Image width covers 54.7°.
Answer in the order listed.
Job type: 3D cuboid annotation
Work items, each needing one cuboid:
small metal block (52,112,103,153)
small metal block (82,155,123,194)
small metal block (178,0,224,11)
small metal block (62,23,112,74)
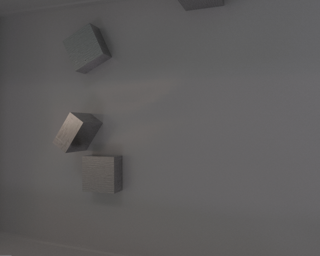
[{"bbox_3d":[-0.115,0.006,0.438,0.025,0.050,0.050,36,102,16],"label":"small metal block"},{"bbox_3d":[-0.081,0.064,0.439,0.050,0.025,0.050,0,90,20],"label":"small metal block"},{"bbox_3d":[0.049,-0.168,0.380,0.050,0.050,0.025,0,90,20],"label":"small metal block"},{"bbox_3d":[-0.105,-0.114,0.448,0.050,0.025,0.050,-27,81,18],"label":"small metal block"}]
